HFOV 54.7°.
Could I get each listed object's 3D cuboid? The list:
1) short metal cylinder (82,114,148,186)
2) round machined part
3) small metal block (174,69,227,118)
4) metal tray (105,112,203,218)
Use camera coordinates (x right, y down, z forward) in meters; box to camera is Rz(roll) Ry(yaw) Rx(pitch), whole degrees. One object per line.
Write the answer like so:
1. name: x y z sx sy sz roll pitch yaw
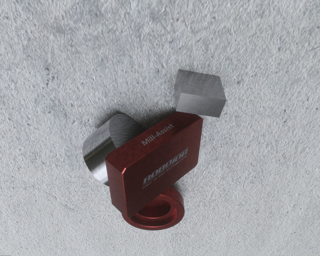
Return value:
1. short metal cylinder: -0.050 0.029 0.395 0.050 0.080 0.080 -36 122 26
2. round machined part: -0.011 0.120 0.498 0.099 0.042 0.097 -1 130 0
3. small metal block: 0.045 -0.040 0.357 0.050 0.050 0.025 8 130 -8
4. metal tray: -0.003 0.041 0.385 0.131 0.030 0.089 -32 140 -33
